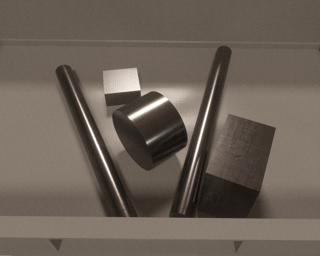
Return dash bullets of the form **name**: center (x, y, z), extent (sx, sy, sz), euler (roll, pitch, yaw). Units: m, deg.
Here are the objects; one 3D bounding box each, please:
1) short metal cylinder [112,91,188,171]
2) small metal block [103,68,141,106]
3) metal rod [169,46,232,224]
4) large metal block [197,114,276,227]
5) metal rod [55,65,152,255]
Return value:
- **short metal cylinder**: center (-0.013, 0.003, 0.367), extent (0.050, 0.080, 0.080), euler (-31, 57, -24)
- **small metal block**: center (-0.056, -0.061, 0.455), extent (0.050, 0.025, 0.050), euler (-7, 50, -6)
- **metal rod**: center (0.064, -0.015, 0.418), extent (0.025, 0.025, 0.300), euler (13, 51, 10)
- **large metal block**: center (0.081, 0.046, 0.332), extent (0.050, 0.080, 0.080), euler (18, 52, 14)
- **metal rod**: center (-0.084, 0.017, 0.389), extent (0.025, 0.025, 0.300), euler (-20, 53, -16)
